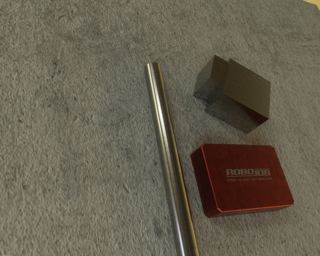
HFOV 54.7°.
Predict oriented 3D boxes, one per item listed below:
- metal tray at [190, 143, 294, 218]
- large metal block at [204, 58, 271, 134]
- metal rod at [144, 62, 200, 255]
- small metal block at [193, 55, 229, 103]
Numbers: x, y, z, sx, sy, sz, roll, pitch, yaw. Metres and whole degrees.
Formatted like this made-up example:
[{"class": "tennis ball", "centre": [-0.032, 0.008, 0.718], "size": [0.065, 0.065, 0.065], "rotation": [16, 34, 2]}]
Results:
[{"class": "metal tray", "centre": [0.112, 0.069, 0.421], "size": [0.131, 0.030, 0.090], "rotation": [3, 60, -27]}, {"class": "large metal block", "centre": [0.124, -0.050, 0.487], "size": [0.080, 0.050, 0.080], "rotation": [27, 52, -12]}, {"class": "metal rod", "centre": [0.013, 0.044, 0.385], "size": [0.025, 0.025, 0.299], "rotation": [4, 60, -27]}, {"class": "small metal block", "centre": [0.078, -0.076, 0.478], "size": [0.025, 0.050, 0.050], "rotation": [26, 52, -12]}]
